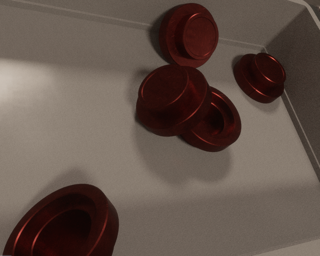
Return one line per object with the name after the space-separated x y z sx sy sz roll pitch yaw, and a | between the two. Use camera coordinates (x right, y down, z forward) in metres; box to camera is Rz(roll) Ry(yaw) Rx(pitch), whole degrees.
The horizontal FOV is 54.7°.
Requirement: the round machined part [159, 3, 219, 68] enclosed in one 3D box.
0.051 -0.140 0.475 0.099 0.042 0.097 -10 109 -30 | round machined part

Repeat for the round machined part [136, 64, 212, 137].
0.012 -0.041 0.390 0.042 0.098 0.098 50 36 -48 | round machined part

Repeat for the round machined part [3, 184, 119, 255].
-0.079 0.100 0.269 0.098 0.098 0.042 -60 137 -39 | round machined part

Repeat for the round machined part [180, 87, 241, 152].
0.062 -0.010 0.436 0.099 0.042 0.098 14 56 -21 | round machined part

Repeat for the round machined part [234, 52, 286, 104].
0.185 -0.096 0.556 0.099 0.042 0.098 14 56 -21 | round machined part
